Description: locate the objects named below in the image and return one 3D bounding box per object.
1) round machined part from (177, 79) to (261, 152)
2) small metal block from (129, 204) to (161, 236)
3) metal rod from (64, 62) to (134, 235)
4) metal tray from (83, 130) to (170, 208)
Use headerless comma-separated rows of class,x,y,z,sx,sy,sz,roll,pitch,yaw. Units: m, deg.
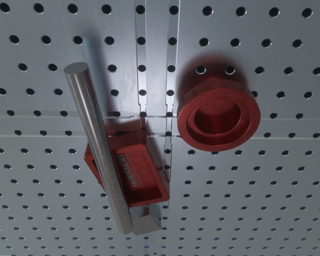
round machined part,0.070,-0.019,0.385,0.099,0.042,0.097,0,130,0
small metal block,-0.031,0.163,0.550,0.050,0.025,0.050,-19,128,15
metal rod,-0.071,0.051,0.414,0.025,0.025,0.298,-5,130,4
metal tray,-0.045,0.067,0.464,0.090,0.030,0.129,-13,129,10
